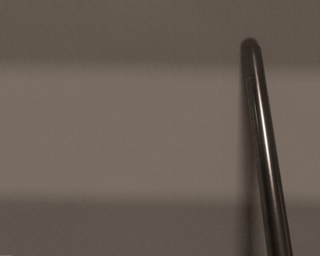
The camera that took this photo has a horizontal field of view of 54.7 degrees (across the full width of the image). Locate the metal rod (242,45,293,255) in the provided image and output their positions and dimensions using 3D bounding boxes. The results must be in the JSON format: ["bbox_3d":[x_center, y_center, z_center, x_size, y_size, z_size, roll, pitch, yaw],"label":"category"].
[{"bbox_3d":[0.123,0.035,0.359,0.025,0.025,0.299,0,68,0],"label":"metal rod"}]
